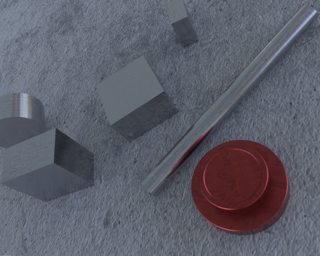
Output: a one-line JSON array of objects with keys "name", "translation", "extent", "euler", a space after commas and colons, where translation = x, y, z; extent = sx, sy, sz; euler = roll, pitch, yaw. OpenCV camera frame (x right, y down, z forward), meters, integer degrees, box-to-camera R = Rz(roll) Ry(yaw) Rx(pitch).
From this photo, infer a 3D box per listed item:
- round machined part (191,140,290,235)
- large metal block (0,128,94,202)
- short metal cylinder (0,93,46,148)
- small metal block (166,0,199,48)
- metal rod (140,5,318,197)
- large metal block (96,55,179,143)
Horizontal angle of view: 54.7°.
[{"name": "round machined part", "translation": [0.078, 0.055, 0.317], "extent": [0.098, 0.042, 0.098], "euler": [-13, 56, 20]}, {"name": "large metal block", "translation": [-0.145, 0.052, 0.410], "extent": [0.080, 0.080, 0.050], "euler": [-21, 54, 15]}, {"name": "short metal cylinder", "translation": [-0.225, -0.010, 0.490], "extent": [0.080, 0.080, 0.050], "euler": [-27, 53, 11]}, {"name": "small metal block", "translation": [0.034, -0.159, 0.467], "extent": [0.025, 0.050, 0.050], "euler": [-20, 54, 16]}, {"name": "metal rod", "translation": [0.088, -0.037, 0.379], "extent": [0.300, 0.025, 0.025], "euler": [-47, 52, -5]}, {"name": "large metal block", "translation": [-0.033, -0.040, 0.428], "extent": [0.080, 0.050, 0.080], "euler": [-32, 52, 7]}]
